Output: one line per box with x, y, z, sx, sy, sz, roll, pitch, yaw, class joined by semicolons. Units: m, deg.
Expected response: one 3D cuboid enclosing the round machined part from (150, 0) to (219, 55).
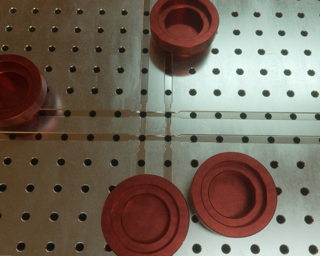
0.035;-0.149;0.458;0.099;0.042;0.098;0;70;-1;round machined part

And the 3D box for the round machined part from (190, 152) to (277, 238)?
0.085;0.081;0.374;0.099;0.042;0.098;0;70;-1;round machined part

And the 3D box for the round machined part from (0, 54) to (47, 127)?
-0.202;-0.047;0.417;0.099;0.042;0.098;0;70;-1;round machined part

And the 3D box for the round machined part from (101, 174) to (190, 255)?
-0.016;0.107;0.364;0.099;0.042;0.098;0;70;0;round machined part
